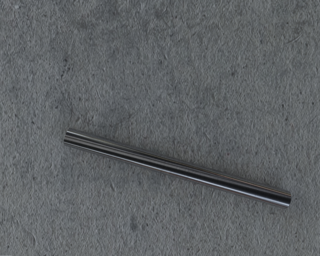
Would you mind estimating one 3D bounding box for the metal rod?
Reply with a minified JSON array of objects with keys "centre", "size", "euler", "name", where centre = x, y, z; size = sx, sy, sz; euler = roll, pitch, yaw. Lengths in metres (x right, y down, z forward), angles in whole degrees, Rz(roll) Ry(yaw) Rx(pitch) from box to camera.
[{"centre":[0.023,0.053,0.410],"size":[0.301,0.025,0.025],"euler":[16,90,0],"name":"metal rod"}]
